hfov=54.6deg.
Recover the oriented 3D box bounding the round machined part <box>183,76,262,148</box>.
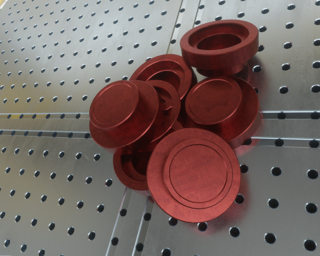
[{"bbox_3d":[0.069,-0.024,0.376,0.098,0.042,0.098,-13,56,21],"label":"round machined part"}]

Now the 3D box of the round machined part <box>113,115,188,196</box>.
[{"bbox_3d":[-0.004,0.036,0.379,0.098,0.042,0.098,-13,56,21],"label":"round machined part"}]

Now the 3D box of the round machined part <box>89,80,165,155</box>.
[{"bbox_3d":[-0.047,-0.019,0.380,0.098,0.042,0.098,-13,56,21],"label":"round machined part"}]

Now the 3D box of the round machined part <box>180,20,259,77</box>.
[{"bbox_3d":[0.078,-0.101,0.405,0.098,0.042,0.098,-9,39,8],"label":"round machined part"}]

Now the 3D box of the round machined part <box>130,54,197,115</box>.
[{"bbox_3d":[0.005,-0.050,0.426,0.098,0.042,0.098,-13,56,21],"label":"round machined part"}]

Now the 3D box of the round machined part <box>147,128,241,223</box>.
[{"bbox_3d":[0.036,0.047,0.319,0.099,0.042,0.098,1,79,-4],"label":"round machined part"}]

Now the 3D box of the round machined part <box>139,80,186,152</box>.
[{"bbox_3d":[-0.011,-0.012,0.411,0.098,0.042,0.098,-13,56,21],"label":"round machined part"}]
